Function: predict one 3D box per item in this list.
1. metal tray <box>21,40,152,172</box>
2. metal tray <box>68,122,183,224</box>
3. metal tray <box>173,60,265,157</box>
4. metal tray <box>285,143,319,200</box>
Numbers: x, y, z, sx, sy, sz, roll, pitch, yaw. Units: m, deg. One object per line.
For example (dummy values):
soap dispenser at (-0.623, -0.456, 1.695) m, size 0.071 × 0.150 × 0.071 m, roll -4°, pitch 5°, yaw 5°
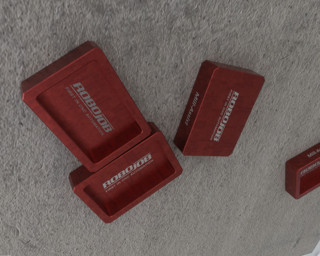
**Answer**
metal tray at (-0.077, -0.019, 0.349) m, size 0.090 × 0.030 × 0.130 m, roll -35°, pitch 129°, yaw -5°
metal tray at (-0.042, 0.062, 0.418) m, size 0.130 × 0.030 × 0.090 m, roll -34°, pitch 129°, yaw -6°
metal tray at (0.081, -0.022, 0.434) m, size 0.091 × 0.030 × 0.129 m, roll 4°, pitch 116°, yaw -31°
metal tray at (0.314, 0.078, 0.623) m, size 0.131 × 0.030 × 0.090 m, roll -26°, pitch 128°, yaw -12°
